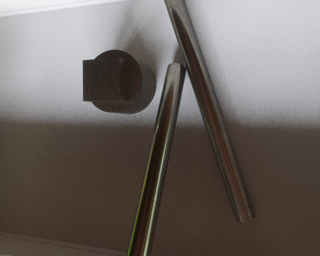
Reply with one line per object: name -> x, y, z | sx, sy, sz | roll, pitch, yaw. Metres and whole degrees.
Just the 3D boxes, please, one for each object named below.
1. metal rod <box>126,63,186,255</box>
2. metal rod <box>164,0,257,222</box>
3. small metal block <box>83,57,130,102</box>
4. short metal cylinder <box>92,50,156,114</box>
metal rod -> -0.007, 0.057, 0.346 | 0.025, 0.025, 0.299 | 4, 66, 19
metal rod -> 0.060, -0.033, 0.388 | 0.025, 0.025, 0.299 | -19, 84, 18
small metal block -> -0.066, -0.058, 0.379 | 0.050, 0.025, 0.050 | 0, 90, 19
short metal cylinder -> -0.051, -0.059, 0.414 | 0.080, 0.050, 0.079 | 0, 90, 19
